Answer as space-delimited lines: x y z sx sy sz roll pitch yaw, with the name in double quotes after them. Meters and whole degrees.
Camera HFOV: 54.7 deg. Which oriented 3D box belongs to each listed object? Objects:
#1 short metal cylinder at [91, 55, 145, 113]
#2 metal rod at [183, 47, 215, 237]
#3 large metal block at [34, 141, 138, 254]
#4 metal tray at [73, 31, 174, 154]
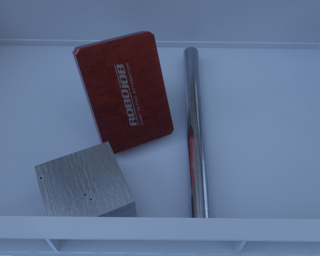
-0.048 -0.055 0.415 0.050 0.080 0.080 21 53 16 "short metal cylinder"
0.047 -0.008 0.412 0.025 0.025 0.300 1 50 1 "metal rod"
-0.077 0.071 0.328 0.081 0.050 0.080 -19 53 -16 "large metal block"
-0.041 -0.042 0.373 0.091 0.129 0.030 -19 23 -16 "metal tray"
